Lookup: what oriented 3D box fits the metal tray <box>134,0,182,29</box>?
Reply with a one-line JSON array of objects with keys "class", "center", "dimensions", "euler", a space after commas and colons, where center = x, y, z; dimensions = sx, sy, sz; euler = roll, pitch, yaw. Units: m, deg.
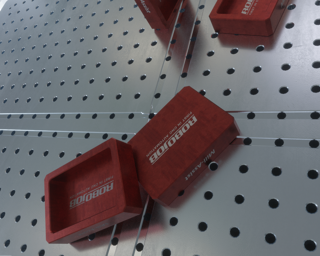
[{"class": "metal tray", "center": [-0.010, -0.234, 0.491], "dimensions": [0.030, 0.130, 0.090], "euler": [12, 68, 33]}]

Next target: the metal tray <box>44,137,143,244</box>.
[{"class": "metal tray", "center": [-0.087, 0.079, 0.379], "dimensions": [0.130, 0.030, 0.090], "euler": [-28, 58, 25]}]

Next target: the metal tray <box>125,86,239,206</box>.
[{"class": "metal tray", "center": [0.021, 0.019, 0.384], "dimensions": [0.130, 0.030, 0.090], "euler": [-45, 51, -3]}]

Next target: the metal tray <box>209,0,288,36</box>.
[{"class": "metal tray", "center": [0.139, -0.196, 0.452], "dimensions": [0.090, 0.030, 0.130], "euler": [17, 70, 34]}]
